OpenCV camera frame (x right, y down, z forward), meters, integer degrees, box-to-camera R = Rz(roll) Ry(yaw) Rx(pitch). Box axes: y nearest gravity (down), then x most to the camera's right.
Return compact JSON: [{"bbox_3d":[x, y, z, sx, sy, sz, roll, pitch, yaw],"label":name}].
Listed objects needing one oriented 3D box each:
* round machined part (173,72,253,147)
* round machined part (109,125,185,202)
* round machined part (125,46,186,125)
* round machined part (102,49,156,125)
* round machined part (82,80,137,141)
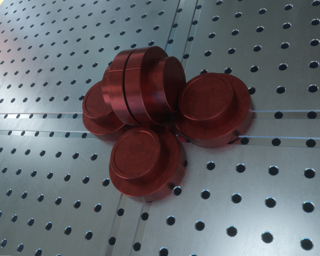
[{"bbox_3d":[0.061,-0.029,0.381,0.098,0.042,0.098,-13,56,20],"label":"round machined part"},{"bbox_3d":[-0.022,0.038,0.384,0.098,0.042,0.098,-13,56,20],"label":"round machined part"},{"bbox_3d":[0.001,-0.053,0.385,0.042,0.098,0.098,-1,62,28],"label":"round machined part"},{"bbox_3d":[-0.038,-0.053,0.404,0.042,0.098,0.098,1,62,29],"label":"round machined part"},{"bbox_3d":[-0.074,-0.034,0.455,0.098,0.042,0.098,-13,56,20],"label":"round machined part"}]
